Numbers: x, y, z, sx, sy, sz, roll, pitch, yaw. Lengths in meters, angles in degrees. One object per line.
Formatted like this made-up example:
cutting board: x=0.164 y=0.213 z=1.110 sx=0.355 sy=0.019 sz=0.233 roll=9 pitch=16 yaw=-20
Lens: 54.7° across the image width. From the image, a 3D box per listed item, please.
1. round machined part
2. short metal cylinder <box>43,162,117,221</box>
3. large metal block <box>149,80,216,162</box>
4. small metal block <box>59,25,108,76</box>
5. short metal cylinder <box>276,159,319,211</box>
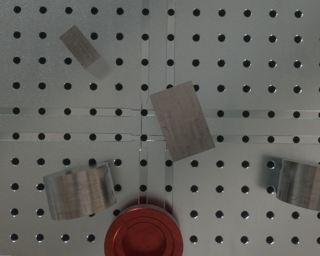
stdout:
round machined part: x=-0.020 y=0.148 z=0.405 sx=0.099 sy=0.042 sz=0.097 roll=0 pitch=90 yaw=0
short metal cylinder: x=-0.099 y=0.076 z=0.385 sx=0.080 sy=0.080 sz=0.050 roll=-12 pitch=90 yaw=0
large metal block: x=0.025 y=-0.008 z=0.386 sx=0.050 sy=0.080 sz=0.080 roll=-20 pitch=90 yaw=0
small metal block: x=-0.097 y=-0.098 z=0.400 sx=0.025 sy=0.050 sz=0.050 roll=-39 pitch=90 yaw=0
short metal cylinder: x=0.191 y=0.070 z=0.387 sx=0.080 sy=0.080 sz=0.050 roll=9 pitch=90 yaw=0
